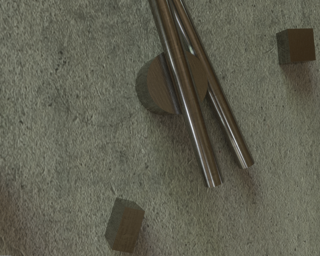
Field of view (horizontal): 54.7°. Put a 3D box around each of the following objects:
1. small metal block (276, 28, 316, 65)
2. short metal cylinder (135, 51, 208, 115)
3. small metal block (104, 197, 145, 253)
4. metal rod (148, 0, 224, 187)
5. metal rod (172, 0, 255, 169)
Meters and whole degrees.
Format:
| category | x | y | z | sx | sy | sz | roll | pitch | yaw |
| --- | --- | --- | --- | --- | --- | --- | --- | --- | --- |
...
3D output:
| category | x | y | z | sx | sy | sz | roll | pitch | yaw |
| --- | --- | --- | --- | --- | --- | --- | --- | --- | --- |
| small metal block | 0.214 | -0.128 | 0.488 | 0.050 | 0.025 | 0.050 | -8 | 93 | -20 |
| short metal cylinder | 0.014 | -0.057 | 0.401 | 0.081 | 0.050 | 0.079 | 0 | 90 | -20 |
| small metal block | -0.044 | 0.117 | 0.380 | 0.025 | 0.050 | 0.050 | 19 | 84 | -19 |
| metal rod | 0.022 | -0.074 | 0.363 | 0.025 | 0.025 | 0.298 | -20 | 97 | -19 |
| metal rod | 0.063 | -0.079 | 0.431 | 0.025 | 0.025 | 0.299 | -29 | 100 | -18 |
